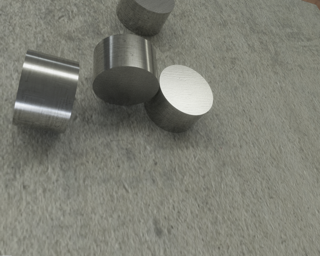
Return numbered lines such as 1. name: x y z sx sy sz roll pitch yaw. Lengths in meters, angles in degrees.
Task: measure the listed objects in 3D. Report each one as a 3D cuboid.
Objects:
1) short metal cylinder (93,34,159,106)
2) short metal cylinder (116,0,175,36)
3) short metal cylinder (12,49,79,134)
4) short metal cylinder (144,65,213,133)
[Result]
1. short metal cylinder: -0.043 -0.071 0.390 0.081 0.080 0.050 9 58 -24
2. short metal cylinder: -0.024 -0.195 0.495 0.081 0.050 0.080 14 56 -21
3. short metal cylinder: -0.120 -0.037 0.327 0.050 0.080 0.080 12 57 -22
4. short metal cylinder: 0.025 -0.040 0.427 0.081 0.050 0.080 14 56 -21
